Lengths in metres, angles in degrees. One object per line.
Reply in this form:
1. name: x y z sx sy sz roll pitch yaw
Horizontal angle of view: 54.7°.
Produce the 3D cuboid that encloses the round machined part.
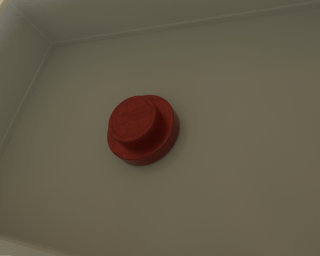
1. round machined part: -0.028 -0.004 0.406 0.098 0.042 0.098 -13 56 20
